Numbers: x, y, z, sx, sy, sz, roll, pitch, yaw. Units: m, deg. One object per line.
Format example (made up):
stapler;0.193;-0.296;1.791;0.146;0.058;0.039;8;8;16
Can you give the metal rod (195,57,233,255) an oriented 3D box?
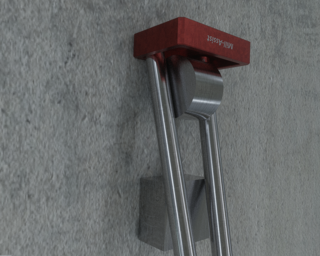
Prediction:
metal rod;0.069;0.046;0.405;0.025;0.025;0.299;11;68;-40

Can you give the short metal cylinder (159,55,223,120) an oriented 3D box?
short metal cylinder;0.034;-0.050;0.402;0.050;0.080;0.079;3;89;-41

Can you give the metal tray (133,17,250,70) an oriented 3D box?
metal tray;0.043;-0.102;0.401;0.131;0.090;0.030;3;89;-40

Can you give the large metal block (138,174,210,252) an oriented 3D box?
large metal block;0.020;0.106;0.407;0.081;0.050;0.079;2;89;-40

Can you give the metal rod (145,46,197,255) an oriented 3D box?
metal rod;0.014;0.043;0.360;0.025;0.025;0.299;3;73;-40
